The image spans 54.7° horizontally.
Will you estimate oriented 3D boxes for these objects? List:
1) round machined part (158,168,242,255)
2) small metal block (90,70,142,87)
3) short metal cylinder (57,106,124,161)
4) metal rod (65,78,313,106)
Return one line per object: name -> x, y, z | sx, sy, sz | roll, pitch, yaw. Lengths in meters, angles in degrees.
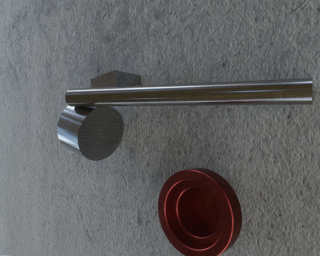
round machined part -> 0.048, 0.094, 0.354 | 0.098, 0.042, 0.097 | 0, 90, 40
small metal block -> -0.062, -0.060, 0.440 | 0.050, 0.050, 0.025 | -11, 83, 39
short metal cylinder -> -0.100, 0.002, 0.452 | 0.050, 0.081, 0.079 | 18, 102, 38
metal rod -> 0.010, -0.038, 0.359 | 0.300, 0.025, 0.025 | 2, 91, 28
